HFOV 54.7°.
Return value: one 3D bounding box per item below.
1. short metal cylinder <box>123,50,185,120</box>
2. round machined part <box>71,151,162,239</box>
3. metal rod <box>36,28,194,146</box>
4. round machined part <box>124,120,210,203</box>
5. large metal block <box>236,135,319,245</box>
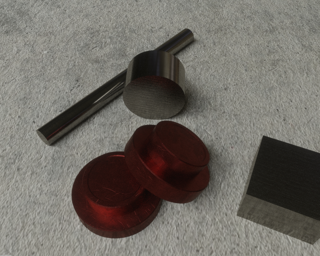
[{"bbox_3d":[-0.006,-0.056,0.415,0.080,0.080,0.050,2,50,2],"label":"short metal cylinder"},{"bbox_3d":[-0.047,0.065,0.338,0.099,0.042,0.098,0,50,0],"label":"round machined part"},{"bbox_3d":[-0.050,-0.075,0.465,0.025,0.025,0.302,34,57,25],"label":"metal rod"},{"bbox_3d":[0.015,0.029,0.337,0.098,0.042,0.098,27,30,-16],"label":"round machined part"},{"bbox_3d":[0.137,0.064,0.334,0.080,0.050,0.080,19,52,15],"label":"large metal block"}]
